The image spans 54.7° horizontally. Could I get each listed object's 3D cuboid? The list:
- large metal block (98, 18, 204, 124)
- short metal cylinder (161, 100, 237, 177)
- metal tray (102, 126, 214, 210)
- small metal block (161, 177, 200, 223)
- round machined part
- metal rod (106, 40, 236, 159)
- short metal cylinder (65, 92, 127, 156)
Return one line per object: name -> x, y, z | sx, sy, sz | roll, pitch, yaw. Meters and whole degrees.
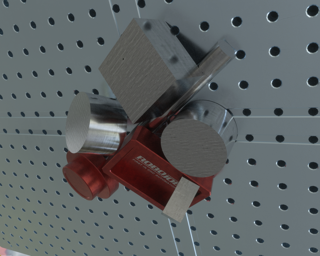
large metal block -> -0.012, -0.063, 0.348 | 0.080, 0.050, 0.080 | -43, 74, 39
short metal cylinder -> 0.048, 0.013, 0.377 | 0.080, 0.050, 0.079 | 13, 124, 21
metal tray -> -0.003, 0.064, 0.431 | 0.130, 0.030, 0.090 | 36, 130, -13
small metal block -> 0.025, 0.095, 0.402 | 0.025, 0.050, 0.050 | 29, 163, 7
round machined part -> -0.116, 0.076, 0.491 | 0.098, 0.042, 0.097 | 28, 140, 26
metal rod -> -0.014, -0.004, 0.418 | 0.025, 0.025, 0.299 | 44, 130, -3
short metal cylinder -> -0.086, -0.004, 0.411 | 0.080, 0.050, 0.080 | -16, 70, 51
